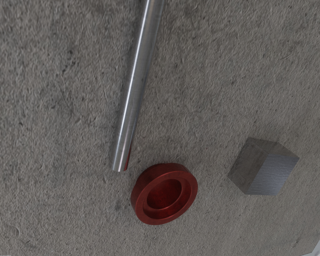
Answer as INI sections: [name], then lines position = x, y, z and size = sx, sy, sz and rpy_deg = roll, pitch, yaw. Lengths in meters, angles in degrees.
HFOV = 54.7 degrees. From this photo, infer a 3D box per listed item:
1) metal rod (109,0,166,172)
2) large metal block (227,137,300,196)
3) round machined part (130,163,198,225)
[metal rod]
position = -0.020, -0.081, 0.345
size = 0.025, 0.025, 0.298
rpy_deg = 0, 118, -29
[large metal block]
position = 0.175, 0.067, 0.528
size = 0.081, 0.050, 0.079
rpy_deg = 10, 114, -33
[round machined part]
position = 0.003, 0.091, 0.454
size = 0.099, 0.042, 0.097
rpy_deg = -14, 124, -21
